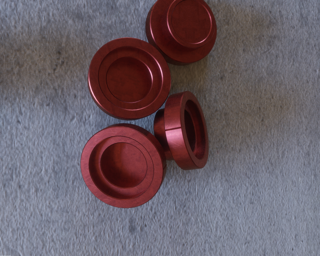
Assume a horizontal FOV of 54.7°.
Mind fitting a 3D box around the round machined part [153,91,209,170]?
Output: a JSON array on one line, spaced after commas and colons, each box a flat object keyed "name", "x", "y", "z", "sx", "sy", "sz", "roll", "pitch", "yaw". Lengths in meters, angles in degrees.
[{"name": "round machined part", "x": 0.026, "y": 0.005, "z": 0.392, "sx": 0.042, "sy": 0.098, "sz": 0.097, "roll": -11, "pitch": 96, "yaw": 24}]

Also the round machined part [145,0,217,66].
[{"name": "round machined part", "x": 0.034, "y": -0.136, "z": 0.413, "sx": 0.099, "sy": 0.042, "sz": 0.097, "roll": 0, "pitch": 90, "yaw": -21}]

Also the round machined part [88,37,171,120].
[{"name": "round machined part", "x": -0.039, "y": -0.058, "z": 0.383, "sx": 0.099, "sy": 0.042, "sz": 0.097, "roll": 1, "pitch": 87, "yaw": -17}]

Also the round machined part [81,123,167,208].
[{"name": "round machined part", "x": -0.040, "y": 0.042, "z": 0.370, "sx": 0.098, "sy": 0.042, "sz": 0.097, "roll": 2, "pitch": 102, "yaw": 11}]
